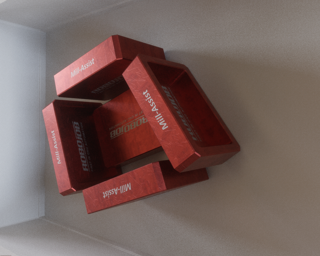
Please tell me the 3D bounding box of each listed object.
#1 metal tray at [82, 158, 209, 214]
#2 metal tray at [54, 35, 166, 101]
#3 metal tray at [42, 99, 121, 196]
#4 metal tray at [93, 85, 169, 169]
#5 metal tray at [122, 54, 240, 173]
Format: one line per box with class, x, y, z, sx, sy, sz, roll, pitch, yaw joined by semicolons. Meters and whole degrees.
metal tray;-0.019;0.069;0.375;0.130;0.091;0.030;-26;74;37
metal tray;-0.067;-0.074;0.415;0.130;0.091;0.030;-20;78;38
metal tray;-0.111;0.026;0.451;0.030;0.091;0.129;-27;74;37
metal tray;-0.033;-0.005;0.425;0.130;0.030;0.090;-25;75;37
metal tray;0.024;-0.019;0.341;0.030;0.091;0.130;-44;64;32
